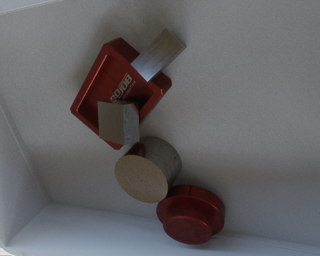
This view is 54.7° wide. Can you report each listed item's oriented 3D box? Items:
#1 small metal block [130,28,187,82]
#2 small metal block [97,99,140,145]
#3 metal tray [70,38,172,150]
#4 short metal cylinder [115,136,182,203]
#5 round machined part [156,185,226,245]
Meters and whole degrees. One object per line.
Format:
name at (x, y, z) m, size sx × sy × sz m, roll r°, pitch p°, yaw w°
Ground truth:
small metal block at (0.000, -0.078, 0.333) m, size 0.050 × 0.050 × 0.025 m, roll -42°, pitch 95°, yaw 16°
small metal block at (-0.053, -0.009, 0.396) m, size 0.050 × 0.025 × 0.050 m, roll 11°, pitch 108°, yaw 42°
metal tray at (-0.056, -0.040, 0.408) m, size 0.090 × 0.030 × 0.129 m, roll 41°, pitch 129°, yaw 0°
short metal cylinder at (-0.016, 0.058, 0.435) m, size 0.080 × 0.050 × 0.079 m, roll 13°, pitch 124°, yaw 21°
round machined part at (0.042, 0.129, 0.441) m, size 0.098 × 0.042 × 0.097 m, roll 8°, pitch 130°, yaw 10°
